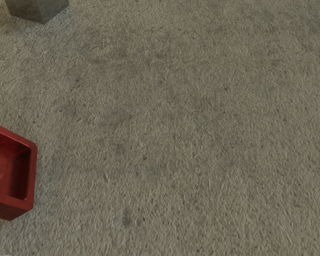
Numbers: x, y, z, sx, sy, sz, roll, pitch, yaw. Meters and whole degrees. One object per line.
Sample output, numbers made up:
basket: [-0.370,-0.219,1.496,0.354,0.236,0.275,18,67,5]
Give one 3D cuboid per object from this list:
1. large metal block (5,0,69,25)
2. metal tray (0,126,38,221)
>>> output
large metal block: [-0.237,-0.250,0.596,0.080,0.050,0.080,19,53,15]
metal tray: [-0.188,0.031,0.310,0.030,0.130,0.090,-30,48,19]
